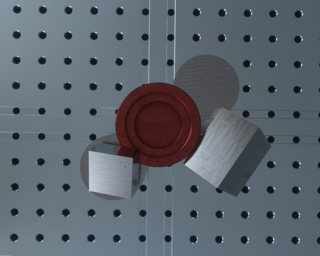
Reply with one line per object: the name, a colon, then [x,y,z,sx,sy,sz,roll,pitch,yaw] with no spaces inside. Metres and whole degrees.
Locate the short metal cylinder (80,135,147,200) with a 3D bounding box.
short metal cylinder: [-0.057,0.048,0.400,0.081,0.050,0.079,0,90,0]

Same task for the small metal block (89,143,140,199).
small metal block: [-0.051,0.048,0.350,0.050,0.025,0.050,8,110,12]

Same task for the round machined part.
round machined part: [-0.002,-0.004,0.375,0.099,0.042,0.097,0,90,0]

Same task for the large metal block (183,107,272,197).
large metal block: [0.086,0.032,0.380,0.050,0.080,0.080,34,90,34]

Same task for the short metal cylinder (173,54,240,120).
short metal cylinder: [0.056,-0.050,0.401,0.081,0.050,0.079,0,90,0]
